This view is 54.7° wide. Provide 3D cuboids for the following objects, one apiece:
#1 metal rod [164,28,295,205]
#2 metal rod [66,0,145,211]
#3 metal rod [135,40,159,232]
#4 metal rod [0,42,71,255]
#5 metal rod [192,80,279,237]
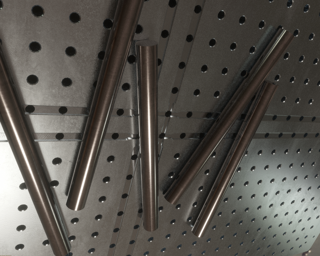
[{"bbox_3d":[0.096,-0.009,0.460,0.025,0.025,0.299,23,106,-37],"label":"metal rod"},{"bbox_3d":[-0.066,-0.028,0.358,0.025,0.025,0.298,6,116,-32],"label":"metal rod"},{"bbox_3d":[-0.015,0.032,0.424,0.025,0.025,0.298,-14,124,-21],"label":"metal rod"},{"bbox_3d":[-0.148,0.049,0.361,0.025,0.025,0.298,-17,126,-19],"label":"metal rod"},{"bbox_3d":[0.118,0.062,0.516,0.025,0.025,0.298,6,115,-32],"label":"metal rod"}]
